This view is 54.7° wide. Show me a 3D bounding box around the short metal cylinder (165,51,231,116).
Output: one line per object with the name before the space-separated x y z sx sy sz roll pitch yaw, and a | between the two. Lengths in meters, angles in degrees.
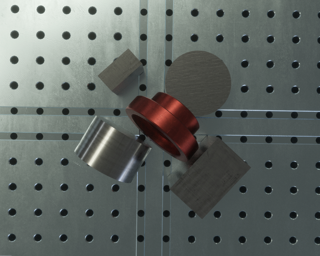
short metal cylinder | 0.046 -0.054 0.401 0.081 0.050 0.079 0 90 -1

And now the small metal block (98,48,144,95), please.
small metal block | -0.049 -0.071 0.400 0.050 0.050 0.025 -42 90 0

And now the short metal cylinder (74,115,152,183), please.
short metal cylinder | -0.057 0.026 0.385 0.080 0.080 0.050 31 90 -1

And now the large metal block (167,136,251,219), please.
large metal block | 0.056 0.056 0.387 0.050 0.080 0.080 43 90 -1

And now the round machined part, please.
round machined part | 0.009 -0.006 0.377 0.098 0.098 0.042 41 78 -1
